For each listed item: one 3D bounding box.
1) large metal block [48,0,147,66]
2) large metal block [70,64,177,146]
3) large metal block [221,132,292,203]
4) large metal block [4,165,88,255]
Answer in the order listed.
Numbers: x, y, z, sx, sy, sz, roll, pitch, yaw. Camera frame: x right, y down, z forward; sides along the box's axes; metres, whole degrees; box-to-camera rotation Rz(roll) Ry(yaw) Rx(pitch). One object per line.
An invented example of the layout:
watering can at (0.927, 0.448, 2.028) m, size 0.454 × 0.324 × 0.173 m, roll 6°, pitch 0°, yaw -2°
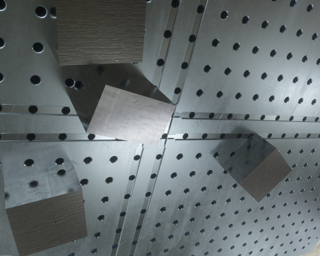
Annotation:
large metal block at (-0.061, -0.107, 0.295) m, size 0.081 × 0.050 × 0.079 m, roll -8°, pitch 122°, yaw -24°
large metal block at (-0.043, -0.028, 0.334) m, size 0.081 × 0.080 × 0.050 m, roll 14°, pitch 111°, yaw -34°
large metal block at (0.164, 0.068, 0.526) m, size 0.080 × 0.050 × 0.080 m, roll -45°, pitch 129°, yaw 3°
large metal block at (-0.138, 0.100, 0.381) m, size 0.081 × 0.050 × 0.079 m, roll -11°, pitch 123°, yaw -22°
